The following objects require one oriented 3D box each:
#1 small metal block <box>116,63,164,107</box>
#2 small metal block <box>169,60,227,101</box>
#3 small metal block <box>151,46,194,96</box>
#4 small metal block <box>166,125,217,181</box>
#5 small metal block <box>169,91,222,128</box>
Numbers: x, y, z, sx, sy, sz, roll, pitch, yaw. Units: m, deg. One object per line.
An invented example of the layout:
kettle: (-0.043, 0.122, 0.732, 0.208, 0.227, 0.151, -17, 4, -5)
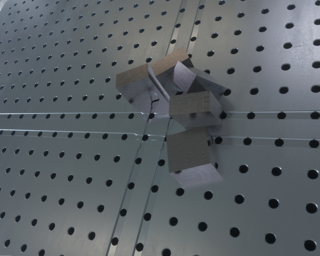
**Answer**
small metal block: (-0.028, -0.060, 0.445, 0.050, 0.050, 0.025, -16, 55, 19)
small metal block: (0.048, -0.058, 0.394, 0.025, 0.050, 0.050, -62, 35, 19)
small metal block: (0.023, -0.076, 0.427, 0.050, 0.050, 0.025, -28, 51, 11)
small metal block: (0.037, 0.030, 0.371, 0.050, 0.025, 0.050, -16, 55, 19)
small metal block: (0.045, -0.021, 0.380, 0.050, 0.050, 0.025, -5, 71, 26)
